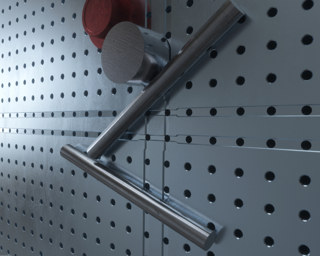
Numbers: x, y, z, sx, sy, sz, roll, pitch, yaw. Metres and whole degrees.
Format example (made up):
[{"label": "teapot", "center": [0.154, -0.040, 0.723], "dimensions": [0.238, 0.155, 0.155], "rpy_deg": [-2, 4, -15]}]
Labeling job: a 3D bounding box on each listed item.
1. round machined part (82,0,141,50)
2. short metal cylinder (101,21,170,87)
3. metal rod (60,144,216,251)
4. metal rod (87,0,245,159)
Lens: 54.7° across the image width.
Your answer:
[{"label": "round machined part", "center": [-0.078, -0.166, 0.461], "dimensions": [0.098, 0.042, 0.097], "rpy_deg": [0, 90, 39]}, {"label": "short metal cylinder", "center": [-0.034, -0.097, 0.419], "dimensions": [0.080, 0.050, 0.079], "rpy_deg": [0, 90, 39]}, {"label": "metal rod", "center": [-0.052, 0.086, 0.450], "dimensions": [0.300, 0.025, 0.025], "rpy_deg": [23, 104, 37]}, {"label": "metal rod", "center": [-0.010, -0.047, 0.415], "dimensions": [0.299, 0.025, 0.025], "rpy_deg": [-42, 65, 31]}]
